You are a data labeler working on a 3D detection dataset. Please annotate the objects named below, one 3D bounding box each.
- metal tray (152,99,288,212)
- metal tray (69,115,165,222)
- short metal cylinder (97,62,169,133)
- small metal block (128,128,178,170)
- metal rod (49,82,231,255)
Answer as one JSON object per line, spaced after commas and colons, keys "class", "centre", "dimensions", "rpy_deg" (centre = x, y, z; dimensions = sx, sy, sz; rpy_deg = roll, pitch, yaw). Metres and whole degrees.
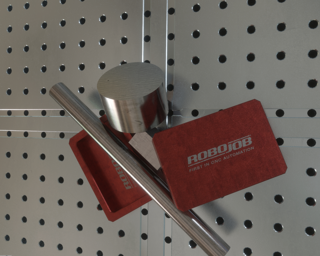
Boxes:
{"class": "metal tray", "centre": [0.066, 0.030, 0.355], "dimensions": [0.131, 0.030, 0.090], "rpy_deg": [-19, 83, -6]}
{"class": "metal tray", "centre": [-0.058, 0.050, 0.426], "dimensions": [0.090, 0.030, 0.130], "rpy_deg": [-33, 80, 17]}
{"class": "short metal cylinder", "centre": [-0.032, -0.039, 0.384], "dimensions": [0.080, 0.080, 0.050], "rpy_deg": [9, 135, 19]}
{"class": "small metal block", "centre": [-0.005, 0.025, 0.396], "dimensions": [0.050, 0.050, 0.025], "rpy_deg": [42, 103, 15]}
{"class": "metal rod", "centre": [-0.035, 0.046, 0.389], "dimensions": [0.300, 0.025, 0.025], "rpy_deg": [43, 103, 14]}
